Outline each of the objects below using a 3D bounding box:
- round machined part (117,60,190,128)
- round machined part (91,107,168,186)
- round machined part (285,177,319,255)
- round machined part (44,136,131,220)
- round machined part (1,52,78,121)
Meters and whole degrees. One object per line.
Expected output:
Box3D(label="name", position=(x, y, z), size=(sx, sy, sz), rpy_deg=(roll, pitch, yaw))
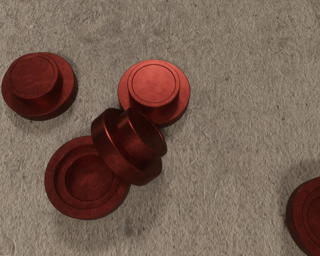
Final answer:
Box3D(label="round machined part", position=(-0.008, -0.051, 0.418), size=(0.099, 0.042, 0.098), rpy_deg=(0, 70, -1))
Box3D(label="round machined part", position=(-0.029, 0.015, 0.360), size=(0.042, 0.098, 0.098), rpy_deg=(-38, 72, 18))
Box3D(label="round machined part", position=(0.196, 0.108, 0.362), size=(0.099, 0.042, 0.098), rpy_deg=(0, 70, -1))
Box3D(label="round machined part", position=(-0.084, 0.062, 0.376), size=(0.099, 0.042, 0.098), rpy_deg=(0, 70, 0))
Box3D(label="round machined part", position=(-0.166, -0.062, 0.420), size=(0.099, 0.042, 0.098), rpy_deg=(0, 70, -1))
